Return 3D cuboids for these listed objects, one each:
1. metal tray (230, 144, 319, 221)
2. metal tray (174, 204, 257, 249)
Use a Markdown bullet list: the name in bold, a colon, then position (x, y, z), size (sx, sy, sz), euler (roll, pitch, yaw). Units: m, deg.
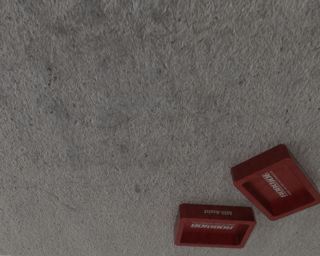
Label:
- **metal tray**: position (0.182, 0.090, 0.481), size (0.090, 0.030, 0.130), euler (-32, 124, 24)
- **metal tray**: position (0.095, 0.177, 0.555), size (0.131, 0.030, 0.089), euler (4, 130, -4)
